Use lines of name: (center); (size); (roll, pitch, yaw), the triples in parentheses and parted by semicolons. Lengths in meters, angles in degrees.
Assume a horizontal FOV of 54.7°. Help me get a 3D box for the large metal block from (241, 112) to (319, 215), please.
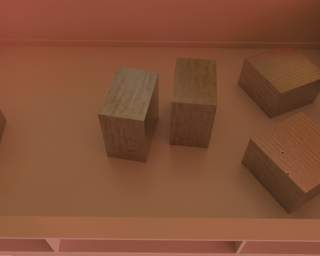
large metal block: (0.157, 0.038, 0.359); (0.081, 0.050, 0.080); (-24, 54, -20)

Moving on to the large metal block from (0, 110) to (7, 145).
large metal block: (-0.232, -0.003, 0.369); (0.050, 0.080, 0.080); (-5, 50, -5)

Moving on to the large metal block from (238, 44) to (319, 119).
large metal block: (0.174, -0.069, 0.449); (0.081, 0.050, 0.080); (-19, 53, -16)

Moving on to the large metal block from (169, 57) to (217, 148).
large metal block: (0.042, -0.032, 0.397); (0.050, 0.080, 0.080); (5, 50, 3)

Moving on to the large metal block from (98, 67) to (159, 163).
large metal block: (-0.034, -0.016, 0.382); (0.050, 0.080, 0.080); (8, 51, 7)
